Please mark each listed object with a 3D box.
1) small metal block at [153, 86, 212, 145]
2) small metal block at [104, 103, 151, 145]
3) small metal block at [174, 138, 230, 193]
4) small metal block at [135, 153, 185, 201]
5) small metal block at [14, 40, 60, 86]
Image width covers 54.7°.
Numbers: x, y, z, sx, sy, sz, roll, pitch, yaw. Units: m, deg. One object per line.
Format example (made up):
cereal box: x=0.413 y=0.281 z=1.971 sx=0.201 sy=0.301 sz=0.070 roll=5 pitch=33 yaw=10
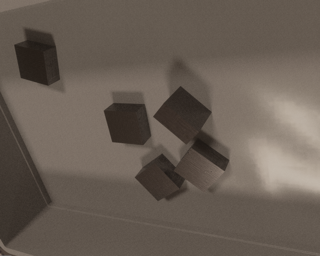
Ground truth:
small metal block: x=0.028 y=-0.016 z=0.367 sx=0.050 sy=0.050 sz=0.025 roll=40 pitch=129 yaw=0
small metal block: x=-0.044 y=-0.006 z=0.427 sx=0.050 sy=0.025 sz=0.050 roll=4 pitch=120 yaw=26
small metal block: x=0.054 y=0.050 z=0.410 sx=0.050 sy=0.025 sz=0.050 roll=35 pitch=129 yaw=4
small metal block: x=0.000 y=0.073 z=0.452 sx=0.050 sy=0.025 sz=0.050 roll=47 pitch=129 yaw=-5
small metal block: x=-0.174 y=-0.093 z=0.440 sx=0.050 sy=0.025 sz=0.050 roll=16 pitch=125 yaw=18
